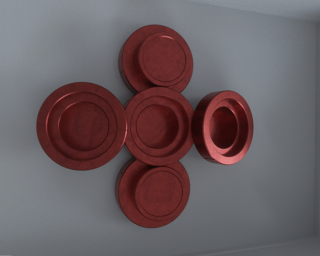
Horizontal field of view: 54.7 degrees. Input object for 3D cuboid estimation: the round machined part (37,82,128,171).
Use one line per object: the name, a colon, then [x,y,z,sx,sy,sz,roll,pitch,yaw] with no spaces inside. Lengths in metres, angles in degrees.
round machined part: [-0.086,-0.002,0.359,0.099,0.042,0.097,0,90,-3]

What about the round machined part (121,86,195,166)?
round machined part: [-0.006,-0.002,0.397,0.099,0.042,0.097,0,90,-20]

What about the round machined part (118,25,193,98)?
round machined part: [-0.001,-0.085,0.399,0.099,0.042,0.097,0,90,-20]

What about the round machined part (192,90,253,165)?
round machined part: [0.079,0.000,0.420,0.099,0.042,0.097,0,91,-37]

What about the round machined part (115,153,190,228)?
round machined part: [-0.005,0.080,0.398,0.099,0.042,0.097,0,90,-20]
